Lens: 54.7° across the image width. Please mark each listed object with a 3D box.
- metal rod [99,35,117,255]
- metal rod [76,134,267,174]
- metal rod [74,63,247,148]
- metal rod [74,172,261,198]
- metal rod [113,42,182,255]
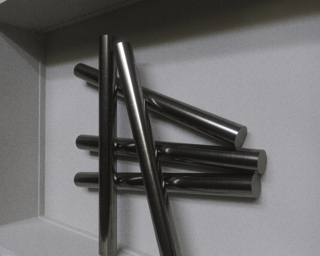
[{"bbox_3d":[-0.072,0.024,0.428,0.025,0.025,0.298,0,90,39],"label":"metal rod"},{"bbox_3d":[-0.011,0.029,0.412,0.300,0.025,0.025,3,92,39],"label":"metal rod"},{"bbox_3d":[-0.022,-0.042,0.420,0.300,0.025,0.025,26,106,36],"label":"metal rod"},{"bbox_3d":[-0.016,0.072,0.416,0.300,0.025,0.025,-6,86,39],"label":"metal rod"},{"bbox_3d":[-0.015,0.034,0.383,0.025,0.025,0.299,-22,76,37],"label":"metal rod"}]
